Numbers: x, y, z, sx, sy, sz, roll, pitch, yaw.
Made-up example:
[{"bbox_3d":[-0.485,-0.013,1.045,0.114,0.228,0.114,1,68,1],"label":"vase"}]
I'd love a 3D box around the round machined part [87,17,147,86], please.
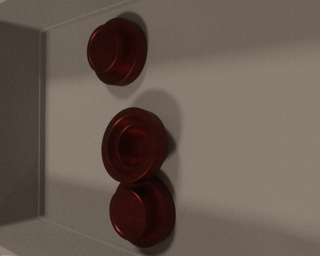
[{"bbox_3d":[-0.069,-0.111,0.450,0.098,0.042,0.097,0,90,39],"label":"round machined part"}]

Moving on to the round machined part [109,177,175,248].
[{"bbox_3d":[-0.031,0.113,0.419,0.098,0.042,0.097,0,90,39],"label":"round machined part"}]

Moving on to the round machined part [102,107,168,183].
[{"bbox_3d":[-0.029,0.024,0.410,0.098,0.042,0.098,-10,74,37],"label":"round machined part"}]
